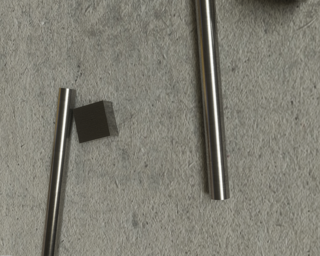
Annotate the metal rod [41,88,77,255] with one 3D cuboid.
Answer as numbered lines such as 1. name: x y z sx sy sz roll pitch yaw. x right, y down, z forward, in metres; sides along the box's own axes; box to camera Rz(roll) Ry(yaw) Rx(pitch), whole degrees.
1. metal rod: -0.154 0.090 0.463 0.025 0.025 0.298 8 93 20

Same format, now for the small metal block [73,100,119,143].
1. small metal block: -0.091 -0.008 0.441 0.050 0.025 0.050 -14 85 19

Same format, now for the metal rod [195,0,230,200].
1. metal rod: 0.064 -0.063 0.386 0.025 0.025 0.298 -4 89 20

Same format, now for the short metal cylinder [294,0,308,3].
1. short metal cylinder: 0.147 -0.180 0.328 0.050 0.080 0.080 24 98 18
